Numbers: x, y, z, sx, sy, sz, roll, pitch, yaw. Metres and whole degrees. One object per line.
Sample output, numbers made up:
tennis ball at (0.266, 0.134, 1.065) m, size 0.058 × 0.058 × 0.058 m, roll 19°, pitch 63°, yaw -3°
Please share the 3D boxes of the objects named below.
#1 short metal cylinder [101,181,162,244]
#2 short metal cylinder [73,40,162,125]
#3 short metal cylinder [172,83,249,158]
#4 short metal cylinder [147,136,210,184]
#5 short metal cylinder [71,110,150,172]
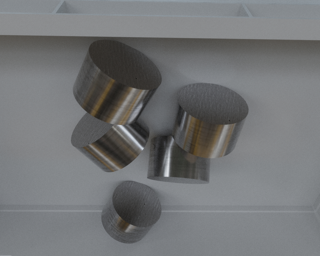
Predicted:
short metal cylinder at (-0.045, 0.131, 0.484) m, size 0.080 × 0.080 × 0.050 m, roll 20°, pitch 127°, yaw -17°
short metal cylinder at (-0.045, -0.049, 0.331) m, size 0.080 × 0.080 × 0.050 m, roll 22°, pitch 127°, yaw -18°
short metal cylinder at (0.057, -0.010, 0.365) m, size 0.081 × 0.080 × 0.050 m, roll 5°, pitch 130°, yaw -5°
short metal cylinder at (0.025, 0.044, 0.406) m, size 0.080 × 0.050 × 0.080 m, roll 5°, pitch 165°, yaw 1°
short metal cylinder at (-0.060, 0.007, 0.378) m, size 0.080 × 0.080 × 0.050 m, roll -27°, pitch 125°, yaw 21°
